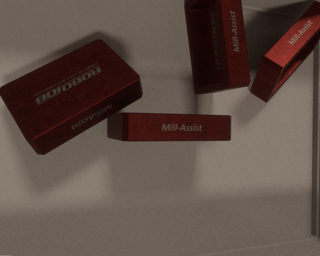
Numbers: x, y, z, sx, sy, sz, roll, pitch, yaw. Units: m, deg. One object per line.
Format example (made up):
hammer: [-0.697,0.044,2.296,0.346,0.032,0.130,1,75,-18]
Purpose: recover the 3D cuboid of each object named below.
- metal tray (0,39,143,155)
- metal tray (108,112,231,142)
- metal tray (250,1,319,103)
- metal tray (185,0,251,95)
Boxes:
metal tray: [-0.097,-0.040,0.344,0.131,0.030,0.090,-33,58,-17]
metal tray: [0.009,-0.001,0.380,0.131,0.090,0.030,1,91,-21]
metal tray: [0.188,-0.107,0.446,0.030,0.090,0.130,39,75,19]
metal tray: [0.072,-0.113,0.403,0.030,0.090,0.129,-8,93,-20]
